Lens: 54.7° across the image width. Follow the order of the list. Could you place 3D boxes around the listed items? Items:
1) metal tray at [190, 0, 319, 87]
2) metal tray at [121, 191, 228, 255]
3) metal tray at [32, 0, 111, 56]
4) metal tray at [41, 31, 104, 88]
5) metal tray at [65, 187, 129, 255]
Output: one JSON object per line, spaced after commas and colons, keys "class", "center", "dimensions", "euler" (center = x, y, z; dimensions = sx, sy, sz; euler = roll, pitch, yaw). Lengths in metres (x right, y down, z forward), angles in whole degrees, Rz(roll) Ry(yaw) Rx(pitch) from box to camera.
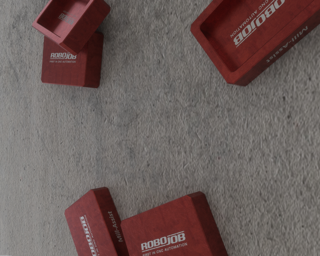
{"class": "metal tray", "center": [0.102, -0.117, 0.316], "dimensions": [0.129, 0.030, 0.090], "euler": [-43, 64, 31]}
{"class": "metal tray", "center": [0.013, 0.143, 0.391], "dimensions": [0.130, 0.030, 0.090], "euler": [-31, 71, 35]}
{"class": "metal tray", "center": [-0.143, -0.174, 0.487], "dimensions": [0.130, 0.030, 0.090], "euler": [36, 89, 42]}
{"class": "metal tray", "center": [-0.153, -0.117, 0.528], "dimensions": [0.130, 0.030, 0.089], "euler": [10, 97, 39]}
{"class": "metal tray", "center": [-0.095, 0.169, 0.481], "dimensions": [0.090, 0.030, 0.130], "euler": [-40, 66, 33]}
